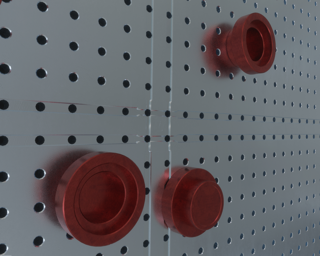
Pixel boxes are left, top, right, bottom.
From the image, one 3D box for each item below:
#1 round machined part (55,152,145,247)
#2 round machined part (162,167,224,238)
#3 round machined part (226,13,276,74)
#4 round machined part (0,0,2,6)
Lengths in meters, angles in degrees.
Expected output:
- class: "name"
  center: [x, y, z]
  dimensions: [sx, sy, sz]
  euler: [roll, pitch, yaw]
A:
- class: "round machined part"
  center: [-0.067, 0.075, 0.341]
  dimensions: [0.099, 0.042, 0.097]
  euler: [0, 90, -40]
- class: "round machined part"
  center: [0.053, 0.107, 0.442]
  dimensions: [0.099, 0.042, 0.097]
  euler: [0, 90, -40]
- class: "round machined part"
  center: [0.150, -0.139, 0.522]
  dimensions: [0.099, 0.042, 0.097]
  euler: [0, 90, -40]
- class: "round machined part"
  center: [-0.178, -0.128, 0.248]
  dimensions: [0.099, 0.042, 0.097]
  euler: [0, 90, -40]
